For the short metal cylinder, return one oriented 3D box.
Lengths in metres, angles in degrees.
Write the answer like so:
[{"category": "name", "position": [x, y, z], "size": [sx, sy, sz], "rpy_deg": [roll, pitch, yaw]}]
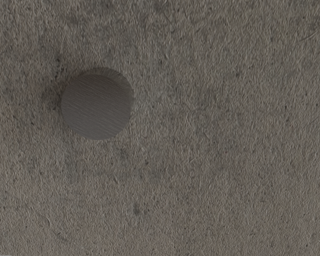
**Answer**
[{"category": "short metal cylinder", "position": [-0.075, -0.031, 0.384], "size": [0.080, 0.050, 0.079], "rpy_deg": [0, 110, 0]}]
